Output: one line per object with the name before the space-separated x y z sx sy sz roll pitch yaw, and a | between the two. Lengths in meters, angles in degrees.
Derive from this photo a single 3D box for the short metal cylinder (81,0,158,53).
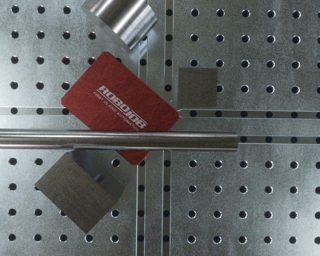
short metal cylinder | -0.050 -0.140 0.385 0.080 0.080 0.050 41 90 -1

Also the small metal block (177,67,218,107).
small metal block | 0.049 -0.053 0.414 0.050 0.025 0.050 2 90 -1

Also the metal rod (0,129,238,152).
metal rod | -0.057 0.015 0.382 0.302 0.025 0.025 1 90 -1

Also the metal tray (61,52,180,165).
metal tray | -0.051 -0.025 0.410 0.130 0.030 0.090 41 90 -1

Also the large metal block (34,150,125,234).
large metal block | -0.094 0.073 0.385 0.080 0.080 0.050 44 90 -1
